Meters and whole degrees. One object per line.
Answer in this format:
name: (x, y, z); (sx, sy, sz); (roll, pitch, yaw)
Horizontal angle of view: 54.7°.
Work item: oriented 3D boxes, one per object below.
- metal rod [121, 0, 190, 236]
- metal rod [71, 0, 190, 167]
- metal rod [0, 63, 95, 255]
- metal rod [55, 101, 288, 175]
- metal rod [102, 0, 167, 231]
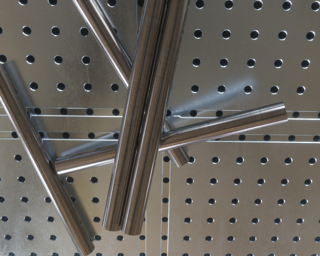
metal rod: (-0.005, -0.020, 0.366); (0.025, 0.025, 0.298); (12, 95, -5)
metal rod: (-0.043, -0.075, 0.385); (0.025, 0.025, 0.299); (-28, 108, 9)
metal rod: (-0.159, 0.057, 0.432); (0.025, 0.025, 0.298); (-17, 110, 6)
metal rod: (0.002, 0.018, 0.392); (0.301, 0.025, 0.025); (-14, 110, 15)
metal rod: (-0.031, -0.021, 0.371); (0.025, 0.025, 0.298); (11, 97, -5)
